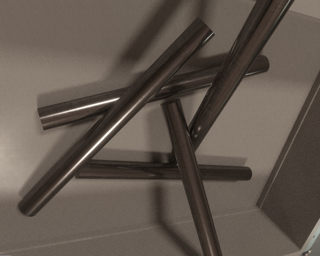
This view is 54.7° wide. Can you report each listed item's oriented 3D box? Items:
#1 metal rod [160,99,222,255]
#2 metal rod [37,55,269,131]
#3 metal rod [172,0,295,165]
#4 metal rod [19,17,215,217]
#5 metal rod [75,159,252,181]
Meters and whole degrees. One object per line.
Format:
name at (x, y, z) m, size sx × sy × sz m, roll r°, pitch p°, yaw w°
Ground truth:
metal rod at (0.053, 0.107, 0.409) m, size 0.025 × 0.025 × 0.298 m, roll -21°, pitch 105°, yaw -17°
metal rod at (0.008, -0.049, 0.383) m, size 0.302 × 0.025 × 0.025 m, roll -16°, pitch 125°, yaw -20°
metal rod at (0.063, -0.035, 0.337) m, size 0.025 × 0.025 × 0.298 m, roll -12°, pitch 151°, yaw -22°
metal rod at (-0.058, -0.002, 0.347) m, size 0.299 × 0.025 × 0.025 m, roll -44°, pitch 130°, yaw 14°
metal rod at (0.025, 0.065, 0.464) m, size 0.302 × 0.025 × 0.025 m, roll 7°, pitch 115°, yaw -32°
